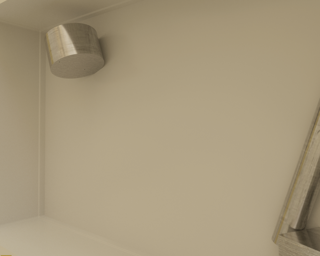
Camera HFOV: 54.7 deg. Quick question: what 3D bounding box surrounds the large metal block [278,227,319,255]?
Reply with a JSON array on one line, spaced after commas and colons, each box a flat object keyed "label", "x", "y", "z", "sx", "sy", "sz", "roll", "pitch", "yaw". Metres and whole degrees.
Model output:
[{"label": "large metal block", "x": 0.145, "y": 0.134, "z": 0.249, "sx": 0.080, "sy": 0.050, "sz": 0.079, "roll": 176, "pitch": 93, "yaw": -68}]

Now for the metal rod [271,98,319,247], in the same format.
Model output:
[{"label": "metal rod", "x": 0.157, "y": -0.029, "z": 0.276, "sx": 0.025, "sy": 0.025, "sz": 0.298, "roll": 22, "pitch": 104, "yaw": 37}]

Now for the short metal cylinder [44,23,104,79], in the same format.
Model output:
[{"label": "short metal cylinder", "x": -0.131, "y": -0.117, "z": 0.476, "sx": 0.080, "sy": 0.081, "sz": 0.050, "roll": -25, "pitch": 75, "yaw": 37}]
